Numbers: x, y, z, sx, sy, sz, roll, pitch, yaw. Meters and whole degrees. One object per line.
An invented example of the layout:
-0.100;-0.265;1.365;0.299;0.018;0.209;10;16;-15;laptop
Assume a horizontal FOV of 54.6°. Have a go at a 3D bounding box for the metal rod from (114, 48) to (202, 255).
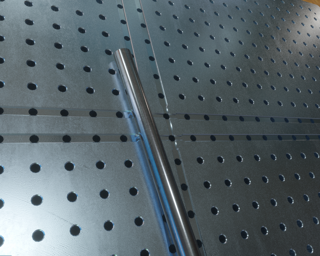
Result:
-0.008;0.025;0.387;0.025;0.025;0.299;-6;65;-31;metal rod
